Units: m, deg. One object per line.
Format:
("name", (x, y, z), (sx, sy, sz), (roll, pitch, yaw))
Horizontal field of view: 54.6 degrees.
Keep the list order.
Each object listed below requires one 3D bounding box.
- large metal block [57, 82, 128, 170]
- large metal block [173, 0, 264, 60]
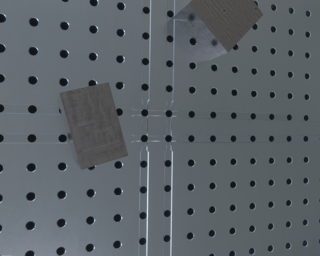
("large metal block", (-0.080, -0.003, 0.354), (0.050, 0.080, 0.080), (-16, 96, -19))
("large metal block", (0.080, -0.155, 0.428), (0.080, 0.050, 0.080), (46, 76, -14))
